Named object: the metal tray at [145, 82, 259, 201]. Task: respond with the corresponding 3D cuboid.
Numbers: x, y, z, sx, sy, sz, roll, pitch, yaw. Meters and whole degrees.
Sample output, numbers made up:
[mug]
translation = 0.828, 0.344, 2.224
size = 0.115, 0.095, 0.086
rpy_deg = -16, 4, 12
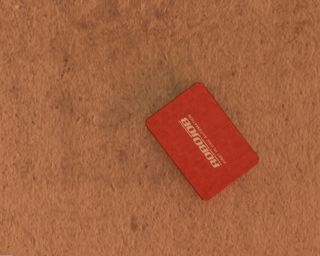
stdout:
[metal tray]
translation = 0.054, 0.017, 0.408
size = 0.090, 0.030, 0.130
rpy_deg = -37, 90, 0
